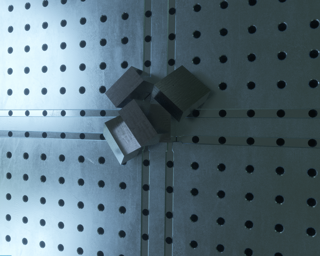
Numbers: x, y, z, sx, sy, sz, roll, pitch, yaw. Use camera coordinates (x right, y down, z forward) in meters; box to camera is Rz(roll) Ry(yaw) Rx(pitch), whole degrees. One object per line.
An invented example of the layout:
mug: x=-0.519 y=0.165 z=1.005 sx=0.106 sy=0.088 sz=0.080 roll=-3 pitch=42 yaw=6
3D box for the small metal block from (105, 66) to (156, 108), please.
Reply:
small metal block: x=-0.037 y=-0.052 z=0.413 sx=0.050 sy=0.050 sz=0.025 roll=-43 pitch=77 yaw=15

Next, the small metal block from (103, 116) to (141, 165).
small metal block: x=-0.052 y=0.017 z=0.415 sx=0.025 sy=0.050 sz=0.050 roll=-28 pitch=79 yaw=-20

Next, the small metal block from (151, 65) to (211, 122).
small metal block: x=0.026 y=-0.044 z=0.389 sx=0.050 sy=0.025 sz=0.050 roll=-38 pitch=74 yaw=-25

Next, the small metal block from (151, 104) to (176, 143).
small metal block: x=-0.006 y=-0.006 z=0.415 sx=0.050 sy=0.025 sz=0.050 roll=1 pitch=90 yaw=19

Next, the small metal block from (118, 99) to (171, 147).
small metal block: x=-0.018 y=-0.006 z=0.379 sx=0.025 sy=0.050 sz=0.050 roll=-38 pitch=79 yaw=15
